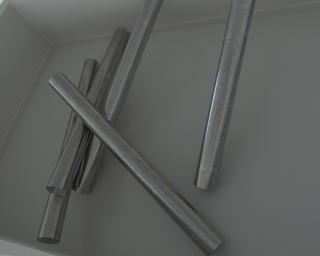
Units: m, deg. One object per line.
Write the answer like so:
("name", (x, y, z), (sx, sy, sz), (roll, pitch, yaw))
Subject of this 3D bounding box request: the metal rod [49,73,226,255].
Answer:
("metal rod", (-0.044, 0.026, 0.368), (0.025, 0.025, 0.300), (-45, 65, -3))

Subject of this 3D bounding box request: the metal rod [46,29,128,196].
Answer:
("metal rod", (-0.094, -0.044, 0.449), (0.025, 0.025, 0.300), (-7, 49, 24))

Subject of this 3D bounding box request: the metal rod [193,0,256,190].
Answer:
("metal rod", (0.079, -0.081, 0.336), (0.025, 0.025, 0.298), (13, 93, 33))

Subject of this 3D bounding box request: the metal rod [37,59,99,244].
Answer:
("metal rod", (-0.122, 0.009, 0.442), (0.025, 0.025, 0.300), (-14, 50, 20))

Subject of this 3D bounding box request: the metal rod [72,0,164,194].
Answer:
("metal rod", (-0.054, -0.057, 0.420), (0.025, 0.025, 0.299), (18, 86, 35))
